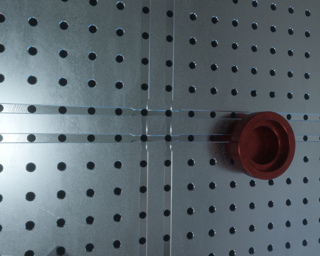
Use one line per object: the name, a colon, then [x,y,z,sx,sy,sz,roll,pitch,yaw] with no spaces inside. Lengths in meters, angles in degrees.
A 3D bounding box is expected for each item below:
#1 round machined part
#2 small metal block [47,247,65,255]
round machined part: [0.146,0.025,0.457,0.099,0.042,0.097,0,90,-20]
small metal block: [-0.125,0.181,0.367,0.050,0.025,0.050,-44,104,-15]
